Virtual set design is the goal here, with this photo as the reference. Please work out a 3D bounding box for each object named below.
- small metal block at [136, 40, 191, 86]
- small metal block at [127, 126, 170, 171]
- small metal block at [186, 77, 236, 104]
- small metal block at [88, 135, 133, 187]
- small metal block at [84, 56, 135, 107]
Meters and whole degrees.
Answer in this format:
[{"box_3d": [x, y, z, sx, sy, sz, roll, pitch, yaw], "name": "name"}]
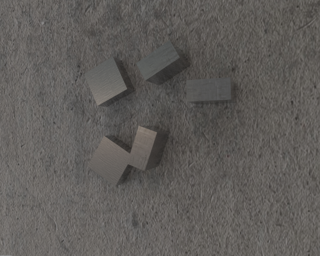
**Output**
[{"box_3d": [0.005, -0.081, 0.394, 0.050, 0.050, 0.025, -31, 80, 17], "name": "small metal block"}, {"box_3d": [-0.014, 0.025, 0.400, 0.025, 0.050, 0.050, 20, 97, 19], "name": "small metal block"}, {"box_3d": [0.063, -0.043, 0.373, 0.050, 0.050, 0.025, -1, 90, 20], "name": "small metal block"}, {"box_3d": [-0.064, 0.045, 0.432, 0.050, 0.025, 0.050, 33, 100, 17], "name": "small metal block"}, {"box_3d": [-0.071, -0.064, 0.434, 0.050, 0.025, 0.050, -27, 81, 18], "name": "small metal block"}]
